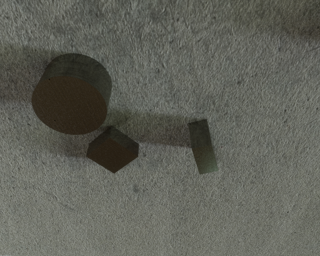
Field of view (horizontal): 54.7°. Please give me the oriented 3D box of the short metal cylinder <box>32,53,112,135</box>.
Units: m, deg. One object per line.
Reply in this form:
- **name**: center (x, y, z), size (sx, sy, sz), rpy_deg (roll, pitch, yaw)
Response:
- **short metal cylinder**: center (-0.098, -0.038, 0.357), size (0.081, 0.050, 0.079), rpy_deg (0, 130, 0)

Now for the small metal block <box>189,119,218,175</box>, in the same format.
- **small metal block**: center (0.058, 0.025, 0.413), size (0.025, 0.050, 0.050), rpy_deg (-13, 129, 10)

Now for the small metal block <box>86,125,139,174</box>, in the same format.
- **small metal block**: center (-0.066, 0.031, 0.433), size (0.050, 0.025, 0.050), rpy_deg (-37, 122, 26)
